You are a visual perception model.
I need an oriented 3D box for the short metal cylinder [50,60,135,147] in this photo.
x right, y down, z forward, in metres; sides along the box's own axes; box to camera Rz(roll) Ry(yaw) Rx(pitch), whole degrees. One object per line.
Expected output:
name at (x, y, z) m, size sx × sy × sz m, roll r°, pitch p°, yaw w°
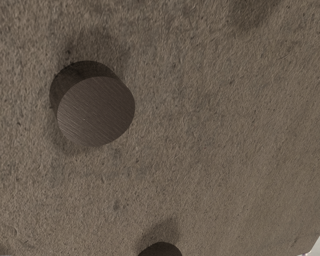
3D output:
short metal cylinder at (-0.074, -0.027, 0.335) m, size 0.081 × 0.050 × 0.079 m, roll -14°, pitch 125°, yaw -21°

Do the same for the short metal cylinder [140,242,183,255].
short metal cylinder at (0.006, 0.245, 0.528) m, size 0.080 × 0.080 × 0.050 m, roll -26°, pitch 128°, yaw -12°
